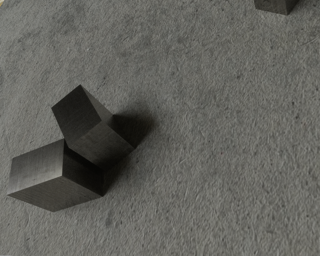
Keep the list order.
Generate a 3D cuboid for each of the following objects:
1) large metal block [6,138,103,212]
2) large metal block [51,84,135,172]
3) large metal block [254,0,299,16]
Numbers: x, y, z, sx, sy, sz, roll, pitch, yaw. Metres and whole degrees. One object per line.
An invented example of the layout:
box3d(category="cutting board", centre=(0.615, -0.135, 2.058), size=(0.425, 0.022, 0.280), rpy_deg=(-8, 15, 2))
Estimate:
box3d(category="large metal block", centre=(-0.131, 0.064, 0.398), size=(0.080, 0.080, 0.050), rpy_deg=(-20, 54, 16))
box3d(category="large metal block", centre=(-0.089, 0.001, 0.415), size=(0.050, 0.080, 0.080), rpy_deg=(-39, 51, 2))
box3d(category="large metal block", centre=(0.165, -0.213, 0.413), size=(0.050, 0.080, 0.080), rpy_deg=(32, 79, 38))
